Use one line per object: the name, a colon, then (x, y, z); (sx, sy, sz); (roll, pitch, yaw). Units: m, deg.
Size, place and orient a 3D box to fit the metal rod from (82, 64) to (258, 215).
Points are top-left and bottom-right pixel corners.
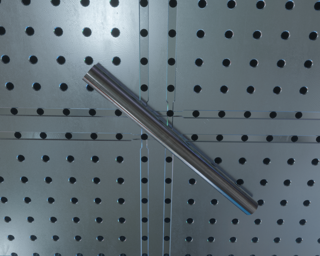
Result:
metal rod: (0.023, 0.024, 0.422); (0.300, 0.025, 0.025); (40, 105, -14)
